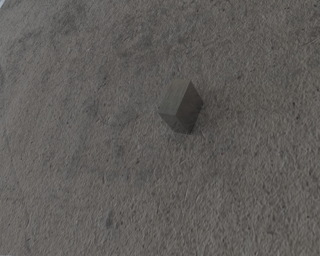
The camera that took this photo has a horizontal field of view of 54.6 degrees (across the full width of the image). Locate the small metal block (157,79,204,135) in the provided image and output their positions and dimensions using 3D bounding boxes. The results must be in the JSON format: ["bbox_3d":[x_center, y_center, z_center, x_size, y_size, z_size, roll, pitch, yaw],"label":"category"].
[{"bbox_3d":[0.027,-0.026,0.390,0.025,0.050,0.050,11,67,33],"label":"small metal block"}]
